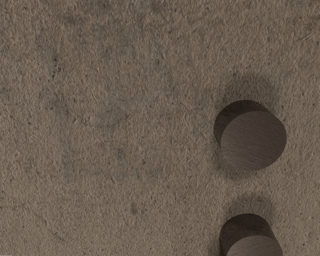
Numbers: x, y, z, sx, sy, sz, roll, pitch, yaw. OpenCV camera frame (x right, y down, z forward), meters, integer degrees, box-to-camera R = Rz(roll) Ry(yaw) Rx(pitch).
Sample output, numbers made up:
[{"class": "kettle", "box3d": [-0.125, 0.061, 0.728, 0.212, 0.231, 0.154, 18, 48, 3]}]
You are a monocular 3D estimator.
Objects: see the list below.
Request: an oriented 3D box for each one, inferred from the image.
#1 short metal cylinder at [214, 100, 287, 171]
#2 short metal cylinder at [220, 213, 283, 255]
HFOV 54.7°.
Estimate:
[{"class": "short metal cylinder", "box3d": [0.114, 0.008, 0.401, 0.081, 0.050, 0.079, 0, 110, -1]}, {"class": "short metal cylinder", "box3d": [0.134, 0.177, 0.464, 0.081, 0.050, 0.079, 0, 110, -1]}]
